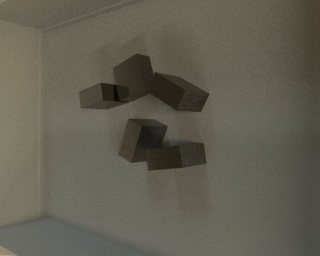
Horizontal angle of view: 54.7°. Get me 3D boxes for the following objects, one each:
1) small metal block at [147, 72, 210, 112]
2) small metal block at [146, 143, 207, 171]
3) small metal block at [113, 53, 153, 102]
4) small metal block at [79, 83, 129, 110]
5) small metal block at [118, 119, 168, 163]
[{"bbox_3d":[0.022,-0.042,0.371,0.050,0.050,0.025,36,112,34],"label":"small metal block"},{"bbox_3d":[0.020,0.035,0.373,0.050,0.050,0.025,-11,83,39],"label":"small metal block"},{"bbox_3d":[-0.036,-0.069,0.434,0.050,0.025,0.050,-21,77,38],"label":"small metal block"},{"bbox_3d":[-0.082,-0.046,0.456,0.050,0.050,0.025,-13,82,39],"label":"small metal block"},{"bbox_3d":[-0.022,0.016,0.407,0.025,0.050,0.050,28,107,36],"label":"small metal block"}]
